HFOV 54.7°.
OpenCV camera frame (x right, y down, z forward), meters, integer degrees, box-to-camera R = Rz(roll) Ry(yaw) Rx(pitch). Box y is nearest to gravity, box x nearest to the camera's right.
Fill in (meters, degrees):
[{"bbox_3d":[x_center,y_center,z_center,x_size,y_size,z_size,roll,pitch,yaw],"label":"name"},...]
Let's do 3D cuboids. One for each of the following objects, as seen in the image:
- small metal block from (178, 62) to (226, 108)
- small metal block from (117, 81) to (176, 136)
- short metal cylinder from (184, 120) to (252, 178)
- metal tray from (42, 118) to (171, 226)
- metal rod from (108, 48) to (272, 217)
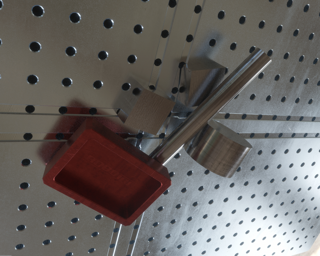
[{"bbox_3d":[0.055,-0.058,0.407,0.050,0.025,0.050,-10,123,-24],"label":"small metal block"},{"bbox_3d":[-0.017,-0.024,0.389,0.050,0.025,0.050,21,107,-37],"label":"small metal block"},{"bbox_3d":[0.082,0.026,0.439,0.080,0.080,0.050,19,108,-36],"label":"short metal cylinder"},{"bbox_3d":[-0.062,0.059,0.384,0.130,0.030,0.090,37,105,-25],"label":"metal tray"},{"bbox_3d":[0.025,0.014,0.411,0.299,0.025,0.025,-45,130,12],"label":"metal rod"}]
